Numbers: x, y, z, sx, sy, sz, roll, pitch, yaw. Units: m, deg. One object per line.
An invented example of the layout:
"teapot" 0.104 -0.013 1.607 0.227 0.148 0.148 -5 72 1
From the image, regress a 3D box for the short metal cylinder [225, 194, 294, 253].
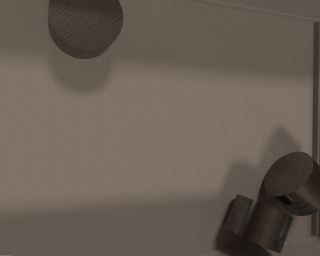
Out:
"short metal cylinder" 0.137 0.132 0.434 0.080 0.080 0.050 27 81 -19

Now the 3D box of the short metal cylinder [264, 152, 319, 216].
"short metal cylinder" 0.204 0.082 0.459 0.050 0.080 0.080 42 77 -16

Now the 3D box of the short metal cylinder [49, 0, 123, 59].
"short metal cylinder" -0.089 -0.126 0.365 0.081 0.050 0.079 0 90 -20
